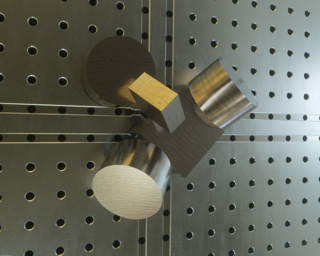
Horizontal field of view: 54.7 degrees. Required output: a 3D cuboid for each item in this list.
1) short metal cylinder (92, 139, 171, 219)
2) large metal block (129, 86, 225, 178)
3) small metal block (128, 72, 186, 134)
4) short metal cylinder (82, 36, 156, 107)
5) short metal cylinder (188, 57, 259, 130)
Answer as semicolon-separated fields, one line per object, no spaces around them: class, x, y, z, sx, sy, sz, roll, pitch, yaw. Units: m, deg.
short metal cylinder;-0.031;0.060;0.362;0.080;0.050;0.079;7;122;11
large metal block;0.021;0.005;0.401;0.080;0.050;0.080;46;76;-14
small metal block;-0.002;-0.027;0.342;0.050;0.050;0.025;37;76;28
short metal cylinder;-0.052;-0.066;0.377;0.081;0.050;0.079;0;90;-20
short metal cylinder;0.082;-0.045;0.402;0.050;0.080;0.080;-38;106;24
